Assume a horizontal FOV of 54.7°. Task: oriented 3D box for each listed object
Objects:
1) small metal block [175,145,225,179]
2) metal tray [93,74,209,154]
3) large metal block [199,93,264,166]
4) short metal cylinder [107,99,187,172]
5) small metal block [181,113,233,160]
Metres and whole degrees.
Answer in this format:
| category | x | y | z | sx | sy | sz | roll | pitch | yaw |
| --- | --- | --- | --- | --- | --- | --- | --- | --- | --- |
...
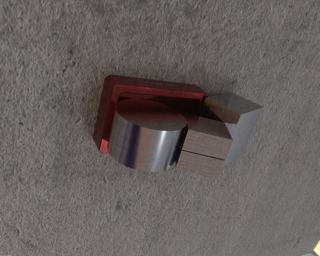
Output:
| category | x | y | z | sx | sy | sz | roll | pitch | yaw |
| --- | --- | --- | --- | --- | --- | --- | --- | --- | --- |
| small metal block | 0.045 | 0.031 | 0.368 | 0.050 | 0.050 | 0.025 | 13 | 113 | -6 |
| metal tray | -0.011 | -0.014 | 0.391 | 0.131 | 0.030 | 0.089 | 2 | 118 | -30 |
| large metal block | 0.090 | 0.001 | 0.423 | 0.081 | 0.050 | 0.079 | -16 | 130 | -52 |
| short metal cylinder | -0.015 | 0.006 | 0.351 | 0.081 | 0.080 | 0.050 | 1 | 118 | -29 |
| small metal block | 0.051 | 0.009 | 0.358 | 0.050 | 0.050 | 0.025 | 13 | 113 | -6 |
